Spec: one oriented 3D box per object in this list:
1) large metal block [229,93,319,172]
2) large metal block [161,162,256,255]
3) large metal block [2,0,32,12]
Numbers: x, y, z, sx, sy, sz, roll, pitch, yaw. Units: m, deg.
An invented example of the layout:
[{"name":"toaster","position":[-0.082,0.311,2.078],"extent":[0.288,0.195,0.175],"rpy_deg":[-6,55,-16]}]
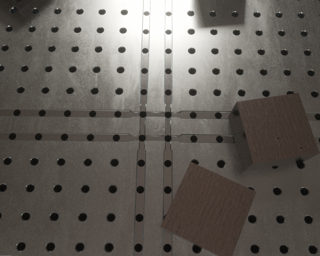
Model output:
[{"name":"large metal block","position":[0.142,0.007,0.398],"extent":[0.081,0.050,0.080],"rpy_deg":[-8,70,-4]},{"name":"large metal block","position":[0.054,0.097,0.364],"extent":[0.080,0.050,0.080],"rpy_deg":[24,72,8]},{"name":"large metal block","position":[-0.231,-0.244,0.485],"extent":[0.080,0.050,0.080],"rpy_deg":[36,74,12]}]
